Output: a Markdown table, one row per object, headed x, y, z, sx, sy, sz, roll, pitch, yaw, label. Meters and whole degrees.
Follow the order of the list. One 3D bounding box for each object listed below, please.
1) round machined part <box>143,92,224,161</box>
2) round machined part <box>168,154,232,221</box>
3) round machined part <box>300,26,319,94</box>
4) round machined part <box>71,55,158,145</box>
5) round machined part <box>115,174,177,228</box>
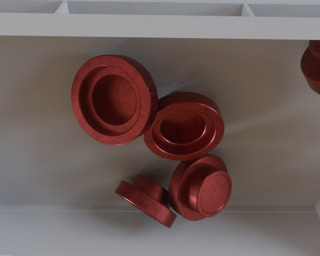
| x | y | z | sx | sy | sz | roll | pitch | yaw | label |
| --- | --- | --- | --- | --- | --- | --- | --- | --- | --- |
| 0.028 | -0.006 | 0.390 | 0.099 | 0.042 | 0.097 | -2 | 132 | -2 | round machined part |
| 0.063 | 0.085 | 0.436 | 0.099 | 0.042 | 0.097 | -11 | 108 | -35 | round machined part |
| 0.185 | -0.078 | 0.296 | 0.098 | 0.098 | 0.042 | -28 | 124 | 22 | round machined part |
| -0.047 | -0.033 | 0.350 | 0.098 | 0.042 | 0.097 | 5 | 104 | 21 | round machined part |
| -0.016 | 0.105 | 0.465 | 0.098 | 0.042 | 0.098 | 31 | 164 | 10 | round machined part |
